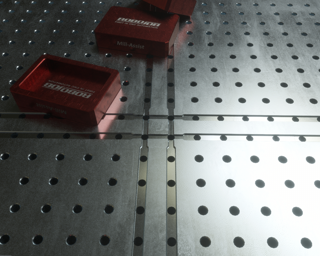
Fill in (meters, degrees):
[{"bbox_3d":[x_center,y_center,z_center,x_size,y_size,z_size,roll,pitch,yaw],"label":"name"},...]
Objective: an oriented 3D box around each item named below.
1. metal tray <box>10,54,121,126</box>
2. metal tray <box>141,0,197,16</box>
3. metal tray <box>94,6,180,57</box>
[{"bbox_3d":[-0.134,-0.059,0.453,0.130,0.030,0.090,15,52,12],"label":"metal tray"},{"bbox_3d":[-0.007,-0.255,0.592,0.130,0.030,0.091,34,29,25],"label":"metal tray"},{"bbox_3d":[-0.038,-0.173,0.550,0.130,0.030,0.090,11,51,9],"label":"metal tray"}]
